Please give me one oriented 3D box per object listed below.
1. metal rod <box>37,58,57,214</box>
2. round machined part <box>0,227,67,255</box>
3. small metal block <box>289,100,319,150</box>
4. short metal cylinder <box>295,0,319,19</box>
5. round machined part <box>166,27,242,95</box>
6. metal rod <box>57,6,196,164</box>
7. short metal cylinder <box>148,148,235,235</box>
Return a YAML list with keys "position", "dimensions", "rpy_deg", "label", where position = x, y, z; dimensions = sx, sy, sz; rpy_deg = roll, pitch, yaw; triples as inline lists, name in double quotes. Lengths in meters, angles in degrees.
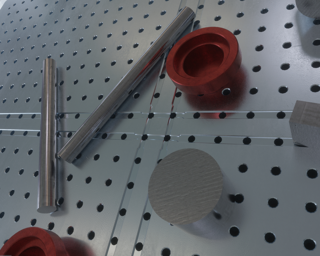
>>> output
- position: [-0.183, -0.007, 0.508]
  dimensions: [0.025, 0.025, 0.299]
  rpy_deg: [-24, 53, 14]
  label: "metal rod"
- position: [-0.150, 0.173, 0.371]
  dimensions: [0.098, 0.042, 0.098]
  rpy_deg: [-13, 56, 21]
  label: "round machined part"
- position: [0.160, 0.000, 0.308]
  dimensions: [0.050, 0.050, 0.025]
  rpy_deg: [15, 70, 34]
  label: "small metal block"
- position: [0.205, -0.182, 0.377]
  dimensions: [0.080, 0.080, 0.050]
  rpy_deg: [-9, 58, 23]
  label: "short metal cylinder"
- position: [0.061, -0.085, 0.417]
  dimensions: [0.098, 0.042, 0.098]
  rpy_deg: [-13, 56, 21]
  label: "round machined part"
- position: [-0.047, -0.070, 0.475]
  dimensions: [0.025, 0.025, 0.300]
  rpy_deg: [33, 80, 38]
  label: "metal rod"
- position: [0.035, 0.068, 0.332]
  dimensions: [0.080, 0.050, 0.080]
  rpy_deg: [-13, 56, 21]
  label: "short metal cylinder"
